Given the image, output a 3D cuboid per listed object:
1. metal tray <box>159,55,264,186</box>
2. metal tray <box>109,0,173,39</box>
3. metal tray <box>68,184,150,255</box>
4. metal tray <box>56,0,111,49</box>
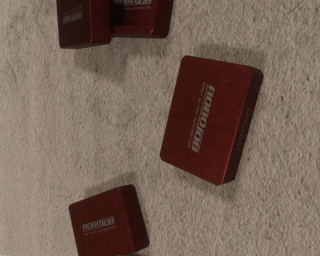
[{"bbox_3d":[0.055,-0.011,0.355,0.090,0.030,0.129,21,103,37],"label":"metal tray"},{"bbox_3d":[-0.042,-0.175,0.433,0.130,0.030,0.089,15,99,38],"label":"metal tray"},{"bbox_3d":[-0.082,0.145,0.466,0.130,0.030,0.090,-26,74,36],"label":"metal tray"},{"bbox_3d":[-0.119,-0.170,0.469,0.130,0.030,0.089,13,108,52],"label":"metal tray"}]
